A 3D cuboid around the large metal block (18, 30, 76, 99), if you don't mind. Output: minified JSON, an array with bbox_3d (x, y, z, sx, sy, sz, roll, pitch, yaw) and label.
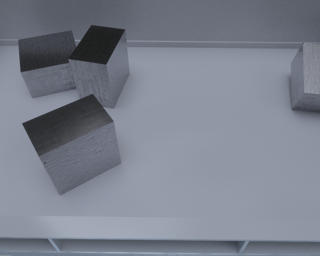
[{"bbox_3d":[-0.163,-0.098,0.470,0.081,0.050,0.080,-15,52,-12],"label":"large metal block"}]

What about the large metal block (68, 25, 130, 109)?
[{"bbox_3d":[-0.082,-0.087,0.442,0.050,0.080,0.080,10,51,8],"label":"large metal block"}]

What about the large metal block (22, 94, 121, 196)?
[{"bbox_3d":[-0.095,0.020,0.352,0.081,0.080,0.050,-27,55,-21],"label":"large metal block"}]

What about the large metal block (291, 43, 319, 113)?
[{"bbox_3d":[0.233,-0.067,0.433,0.080,0.050,0.080,7,68,6],"label":"large metal block"}]
